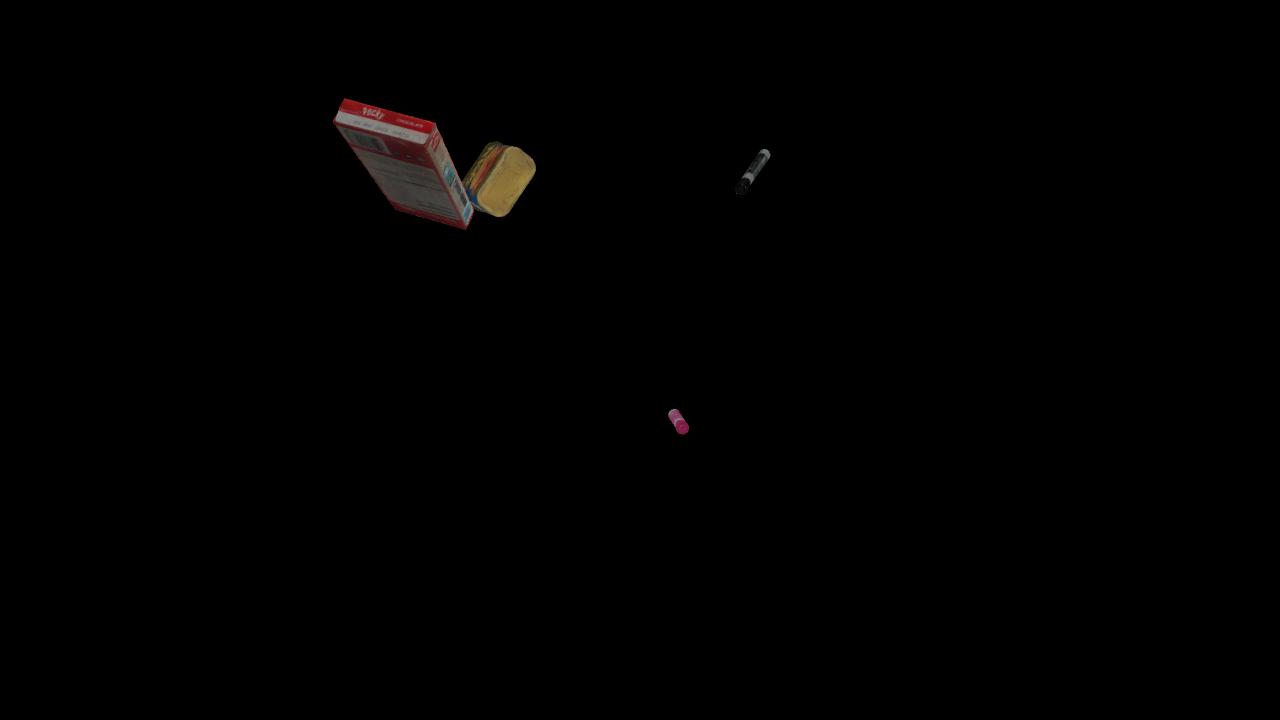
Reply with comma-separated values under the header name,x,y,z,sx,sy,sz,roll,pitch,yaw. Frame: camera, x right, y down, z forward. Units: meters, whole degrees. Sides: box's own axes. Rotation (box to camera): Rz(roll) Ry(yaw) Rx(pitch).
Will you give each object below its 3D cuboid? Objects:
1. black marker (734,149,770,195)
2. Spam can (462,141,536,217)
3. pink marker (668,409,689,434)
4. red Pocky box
name,x,y,z,sx,sy,sz,roll,pitch,yaw
black marker,0.171,-0.285,0.935,0.020,0.020,0.121,0,41,35
Spam can,-0.203,-0.257,0.878,0.058,0.101,0.085,33,1,-37
pink marker,0.057,0.091,0.917,0.020,0.020,0.121,0,4,-3
red Pocky box,-0.213,-0.177,0.577,0.083,0.028,0.155,15,-14,1
